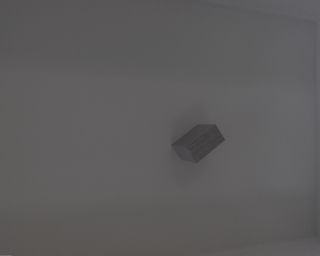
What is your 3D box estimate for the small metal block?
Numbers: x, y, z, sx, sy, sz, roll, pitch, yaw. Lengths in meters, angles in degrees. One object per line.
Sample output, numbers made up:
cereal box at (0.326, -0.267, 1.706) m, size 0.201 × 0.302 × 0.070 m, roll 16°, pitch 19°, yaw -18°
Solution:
small metal block at (0.050, 0.020, 0.415) m, size 0.050 × 0.050 × 0.025 m, roll -37°, pitch 102°, yaw -16°
